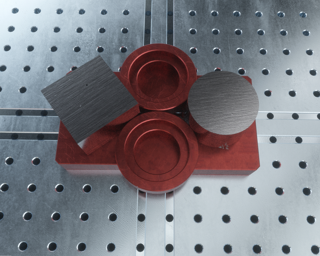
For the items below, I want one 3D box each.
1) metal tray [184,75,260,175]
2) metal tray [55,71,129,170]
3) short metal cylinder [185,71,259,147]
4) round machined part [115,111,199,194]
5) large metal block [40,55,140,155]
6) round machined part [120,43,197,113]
[{"bbox_3d":[0.077,-0.006,0.409,0.091,0.030,0.130,1,70,0],"label":"metal tray"},{"bbox_3d":[-0.082,-0.012,0.412,0.091,0.030,0.130,1,70,-1],"label":"metal tray"},{"bbox_3d":[0.072,-0.022,0.374,0.081,0.050,0.080,0,70,0],"label":"short metal cylinder"},{"bbox_3d":[-0.003,0.032,0.381,0.099,0.042,0.098,0,70,0],"label":"round machined part"},{"bbox_3d":[-0.081,-0.027,0.376,0.080,0.050,0.080,-35,74,-12],"label":"large metal block"},{"bbox_3d":[-0.002,-0.061,0.415,0.099,0.042,0.098,0,70,0],"label":"round machined part"}]
